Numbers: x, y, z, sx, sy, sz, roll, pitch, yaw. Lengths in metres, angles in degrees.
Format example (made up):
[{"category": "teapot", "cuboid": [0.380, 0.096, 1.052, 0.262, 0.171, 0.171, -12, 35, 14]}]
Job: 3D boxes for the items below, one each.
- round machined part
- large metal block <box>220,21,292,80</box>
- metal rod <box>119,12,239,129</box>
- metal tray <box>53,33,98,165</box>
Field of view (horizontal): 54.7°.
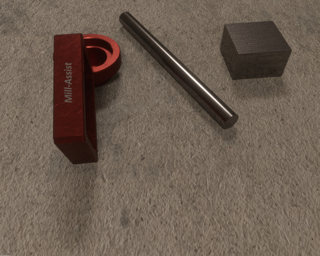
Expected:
[{"category": "round machined part", "cuboid": [-0.108, -0.098, 0.473, 0.099, 0.042, 0.098, 0, 50, 0]}, {"category": "large metal block", "cuboid": [0.148, -0.125, 0.494, 0.081, 0.050, 0.080, -5, 50, -5]}, {"category": "metal rod", "cuboid": [0.015, -0.106, 0.492, 0.025, 0.025, 0.300, -25, 55, -20]}, {"category": "metal tray", "cuboid": [-0.097, -0.031, 0.361, 0.030, 0.090, 0.130, -5, 69, -5]}]
